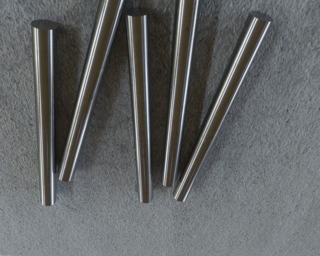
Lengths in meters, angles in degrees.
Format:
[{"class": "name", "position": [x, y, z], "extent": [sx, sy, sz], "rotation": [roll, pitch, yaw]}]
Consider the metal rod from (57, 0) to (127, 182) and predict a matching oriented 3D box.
[{"class": "metal rod", "position": [-0.089, -0.036, 0.375], "extent": [0.025, 0.025, 0.298], "rotation": [16, 128, -13]}]

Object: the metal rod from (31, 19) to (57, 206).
[{"class": "metal rod", "position": [-0.150, 0.006, 0.410], "extent": [0.025, 0.025, 0.298], "rotation": [9, 130, -8]}]

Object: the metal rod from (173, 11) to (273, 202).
[{"class": "metal rod", "position": [0.067, -0.002, 0.405], "extent": [0.025, 0.025, 0.298], "rotation": [10, 130, -9]}]

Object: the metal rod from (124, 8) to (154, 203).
[{"class": "metal rod", "position": [-0.023, -0.002, 0.404], "extent": [0.025, 0.025, 0.298], "rotation": [0, 130, 0]}]

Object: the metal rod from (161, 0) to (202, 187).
[{"class": "metal rod", "position": [0.022, -0.032, 0.379], "extent": [0.025, 0.025, 0.298], "rotation": [2, 130, -2]}]
